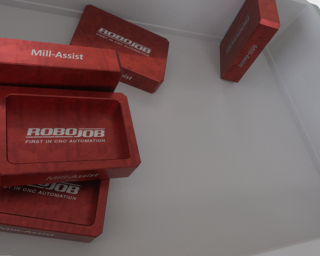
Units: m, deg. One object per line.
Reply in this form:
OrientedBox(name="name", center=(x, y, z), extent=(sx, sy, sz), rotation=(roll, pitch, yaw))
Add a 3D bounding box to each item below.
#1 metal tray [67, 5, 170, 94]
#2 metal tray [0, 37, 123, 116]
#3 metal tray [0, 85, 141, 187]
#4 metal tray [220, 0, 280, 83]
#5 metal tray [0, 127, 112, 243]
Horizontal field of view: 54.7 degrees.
OrientedBox(name="metal tray", center=(-0.055, -0.112, 0.441), extent=(0.131, 0.030, 0.090), rotation=(20, 54, -17))
OrientedBox(name="metal tray", center=(-0.116, -0.048, 0.330), extent=(0.131, 0.090, 0.030), rotation=(-1, 61, -29))
OrientedBox(name="metal tray", center=(-0.091, 0.006, 0.309), extent=(0.131, 0.030, 0.090), rotation=(0, 61, -28))
OrientedBox(name="metal tray", center=(0.139, -0.147, 0.500), extent=(0.030, 0.129, 0.090), rotation=(13, 56, -11))
OrientedBox(name="metal tray", center=(-0.118, 0.056, 0.304), extent=(0.131, 0.030, 0.090), rotation=(16, 55, -19))
